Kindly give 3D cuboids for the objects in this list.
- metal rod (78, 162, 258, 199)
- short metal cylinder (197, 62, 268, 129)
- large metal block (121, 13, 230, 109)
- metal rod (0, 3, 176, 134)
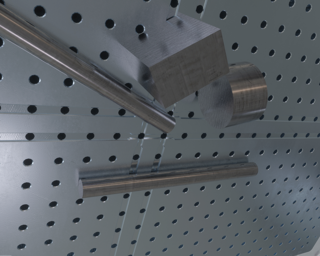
[{"bbox_3d":[0.030,0.076,0.474,0.303,0.025,0.025,-2,119,-28],"label":"metal rod"},{"bbox_3d":[0.091,-0.043,0.399,0.050,0.080,0.079,-12,124,-22],"label":"short metal cylinder"},{"bbox_3d":[0.015,-0.076,0.337,0.080,0.080,0.050,-30,129,-9],"label":"large metal block"},{"bbox_3d":[-0.090,-0.065,0.321,0.301,0.025,0.025,31,101,-38],"label":"metal rod"}]
